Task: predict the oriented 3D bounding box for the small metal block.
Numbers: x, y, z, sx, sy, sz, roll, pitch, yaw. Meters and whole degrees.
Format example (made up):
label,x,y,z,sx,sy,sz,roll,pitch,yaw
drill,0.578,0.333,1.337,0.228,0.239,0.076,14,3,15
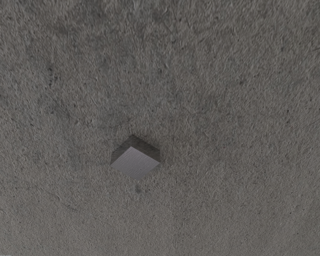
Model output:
label,x,y,z,sx,sy,sz,roll,pitch,yaw
small metal block,-0.035,0.043,0.443,0.050,0.025,0.050,33,123,-25
